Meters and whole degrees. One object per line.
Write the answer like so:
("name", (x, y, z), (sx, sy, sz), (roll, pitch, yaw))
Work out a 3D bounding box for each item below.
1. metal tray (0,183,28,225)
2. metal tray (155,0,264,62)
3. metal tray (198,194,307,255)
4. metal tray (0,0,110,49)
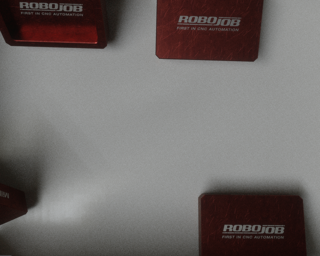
("metal tray", (-0.230, 0.092, 0.357), (0.090, 0.130, 0.030), (-24, 64, 0))
("metal tray", (0.061, -0.133, 0.399), (0.131, 0.030, 0.089), (2, 104, 0))
("metal tray", (0.117, 0.132, 0.402), (0.131, 0.030, 0.090), (1, 80, 0))
("metal tray", (-0.133, -0.143, 0.377), (0.131, 0.090, 0.030), (2, 53, 0))
